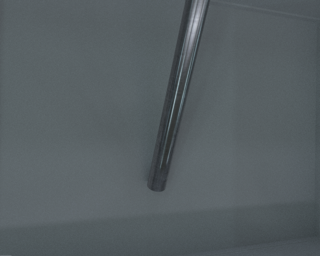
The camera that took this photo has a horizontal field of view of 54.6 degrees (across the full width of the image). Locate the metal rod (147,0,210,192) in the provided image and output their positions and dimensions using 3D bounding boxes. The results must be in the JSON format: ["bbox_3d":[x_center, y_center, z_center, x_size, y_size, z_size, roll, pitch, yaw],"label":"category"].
[{"bbox_3d":[0.024,-0.058,0.354,0.025,0.025,0.298,3,114,-20],"label":"metal rod"}]
